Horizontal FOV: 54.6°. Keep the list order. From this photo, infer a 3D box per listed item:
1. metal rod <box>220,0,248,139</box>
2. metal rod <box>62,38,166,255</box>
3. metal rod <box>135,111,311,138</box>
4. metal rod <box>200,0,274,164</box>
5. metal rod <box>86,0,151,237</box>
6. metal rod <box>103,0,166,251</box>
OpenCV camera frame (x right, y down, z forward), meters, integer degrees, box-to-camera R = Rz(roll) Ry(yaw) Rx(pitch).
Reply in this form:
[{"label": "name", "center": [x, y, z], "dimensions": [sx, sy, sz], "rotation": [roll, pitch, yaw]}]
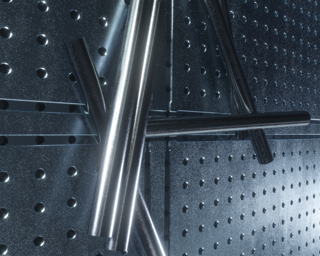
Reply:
[{"label": "metal rod", "center": [0.108, -0.128, 0.498], "dimensions": [0.025, 0.025, 0.298], "rotation": [-21, 103, -38]}, {"label": "metal rod", "center": [-0.047, 0.044, 0.369], "dimensions": [0.025, 0.025, 0.299], "rotation": [-30, 109, -36]}, {"label": "metal rod", "center": [0.101, -0.007, 0.445], "dimensions": [0.302, 0.025, 0.025], "rotation": [-4, 93, -25]}, {"label": "metal rod", "center": [0.118, -0.080, 0.480], "dimensions": [0.025, 0.025, 0.299], "rotation": [-32, 105, -35]}, {"label": "metal rod", "center": [-0.040, -0.037, 0.346], "dimensions": [0.025, 0.025, 0.299], "rotation": [22, 68, -38]}, {"label": "metal rod", "center": [-0.025, -0.017, 0.361], "dimensions": [0.025, 0.025, 0.299], "rotation": [22, 69, -38]}]
